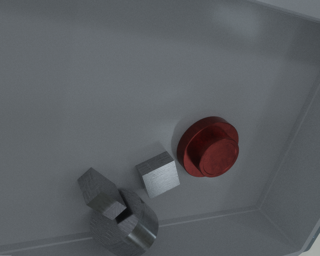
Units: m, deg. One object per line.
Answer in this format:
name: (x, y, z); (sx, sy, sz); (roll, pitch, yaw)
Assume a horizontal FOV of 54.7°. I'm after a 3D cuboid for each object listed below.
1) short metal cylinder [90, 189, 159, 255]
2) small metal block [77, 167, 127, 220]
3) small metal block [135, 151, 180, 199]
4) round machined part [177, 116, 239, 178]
short metal cylinder: (-0.049, 0.133, 0.430); (0.080, 0.080, 0.050); (-37, 130, -4)
small metal block: (-0.076, 0.086, 0.405); (0.025, 0.050, 0.050); (-43, 130, 1)
small metal block: (-0.002, 0.069, 0.452); (0.050, 0.025, 0.050); (-24, 128, -14)
round machined part: (0.078, 0.035, 0.464); (0.099, 0.042, 0.097); (-14, 125, -21)
